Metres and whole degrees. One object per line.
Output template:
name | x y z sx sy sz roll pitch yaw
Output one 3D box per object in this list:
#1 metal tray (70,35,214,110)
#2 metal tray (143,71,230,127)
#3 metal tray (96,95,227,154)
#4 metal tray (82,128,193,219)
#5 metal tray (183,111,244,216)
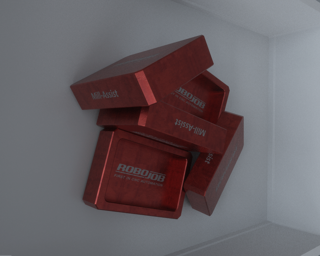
metal tray | -0.023 -0.054 0.317 0.091 0.130 0.030 -37 113 -34
metal tray | 0.040 -0.043 0.437 0.131 0.030 0.090 27 73 -37
metal tray | 0.004 0.000 0.366 0.131 0.090 0.030 20 78 -39
metal tray | -0.021 0.059 0.384 0.131 0.030 0.090 20 77 -38
metal tray | 0.083 0.051 0.447 0.130 0.030 0.090 -58 152 -24
